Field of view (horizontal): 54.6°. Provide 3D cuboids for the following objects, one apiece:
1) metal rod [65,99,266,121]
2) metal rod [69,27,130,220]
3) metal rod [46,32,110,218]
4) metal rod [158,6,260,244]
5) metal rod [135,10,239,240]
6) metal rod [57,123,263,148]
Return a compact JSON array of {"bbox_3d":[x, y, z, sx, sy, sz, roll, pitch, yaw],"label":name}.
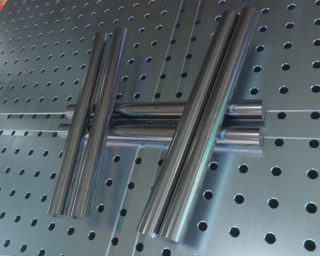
[{"bbox_3d":[-0.012,-0.024,0.431,0.300,0.025,0.025,1,62,28],"label":"metal rod"},{"bbox_3d":[-0.078,-0.025,0.435,0.025,0.025,0.300,-7,58,24],"label":"metal rod"},{"bbox_3d":[-0.112,-0.023,0.451,0.025,0.025,0.300,-8,58,24],"label":"metal rod"},{"bbox_3d":[0.064,-0.020,0.357,0.025,0.025,0.300,10,66,32],"label":"metal rod"},{"bbox_3d":[0.041,-0.020,0.369,0.025,0.025,0.300,10,66,32],"label":"metal rod"},{"bbox_3d":[-0.020,0.007,0.416,0.300,0.025,0.025,1,62,28],"label":"metal rod"}]
